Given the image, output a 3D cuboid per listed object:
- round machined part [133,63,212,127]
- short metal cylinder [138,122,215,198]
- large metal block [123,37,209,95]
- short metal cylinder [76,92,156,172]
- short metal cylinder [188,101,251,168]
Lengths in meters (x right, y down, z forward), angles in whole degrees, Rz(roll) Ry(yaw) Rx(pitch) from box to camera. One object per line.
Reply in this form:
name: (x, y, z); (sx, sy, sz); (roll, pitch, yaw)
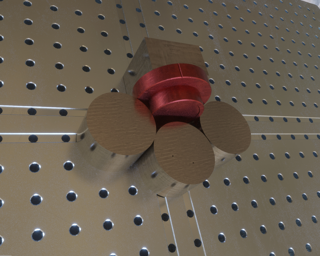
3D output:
round machined part: (0.017, -0.034, 0.389); (0.099, 0.097, 0.042); (2, 61, -28)
short metal cylinder: (0.019, 0.039, 0.379); (0.081, 0.050, 0.080); (14, 56, -21)
large metal block: (0.005, -0.071, 0.418); (0.081, 0.080, 0.050); (1, 62, -28)
short metal cylinder: (-0.051, 0.005, 0.362); (0.081, 0.050, 0.080); (14, 56, -21)
short metal cylinder: (0.077, 0.009, 0.428); (0.081, 0.050, 0.080); (14, 56, -21)
